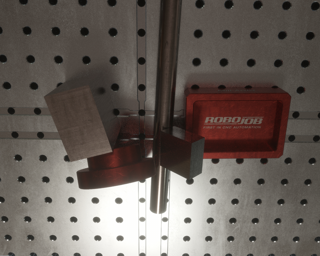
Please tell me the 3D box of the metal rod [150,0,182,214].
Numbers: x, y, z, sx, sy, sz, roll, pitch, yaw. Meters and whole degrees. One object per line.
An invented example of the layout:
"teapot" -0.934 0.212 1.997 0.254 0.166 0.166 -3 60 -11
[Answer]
"metal rod" 0.006 -0.020 0.406 0.025 0.025 0.298 3 110 -2

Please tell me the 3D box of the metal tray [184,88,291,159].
"metal tray" 0.098 -0.006 0.409 0.131 0.030 0.089 0 110 -1

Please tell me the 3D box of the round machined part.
"round machined part" -0.056 0.046 0.395 0.099 0.098 0.042 -10 89 3

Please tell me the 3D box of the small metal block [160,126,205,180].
"small metal block" 0.027 0.031 0.392 0.025 0.050 0.050 -20 120 -42

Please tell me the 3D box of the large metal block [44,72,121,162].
"large metal block" -0.089 -0.017 0.376 0.050 0.080 0.080 -14 109 5
